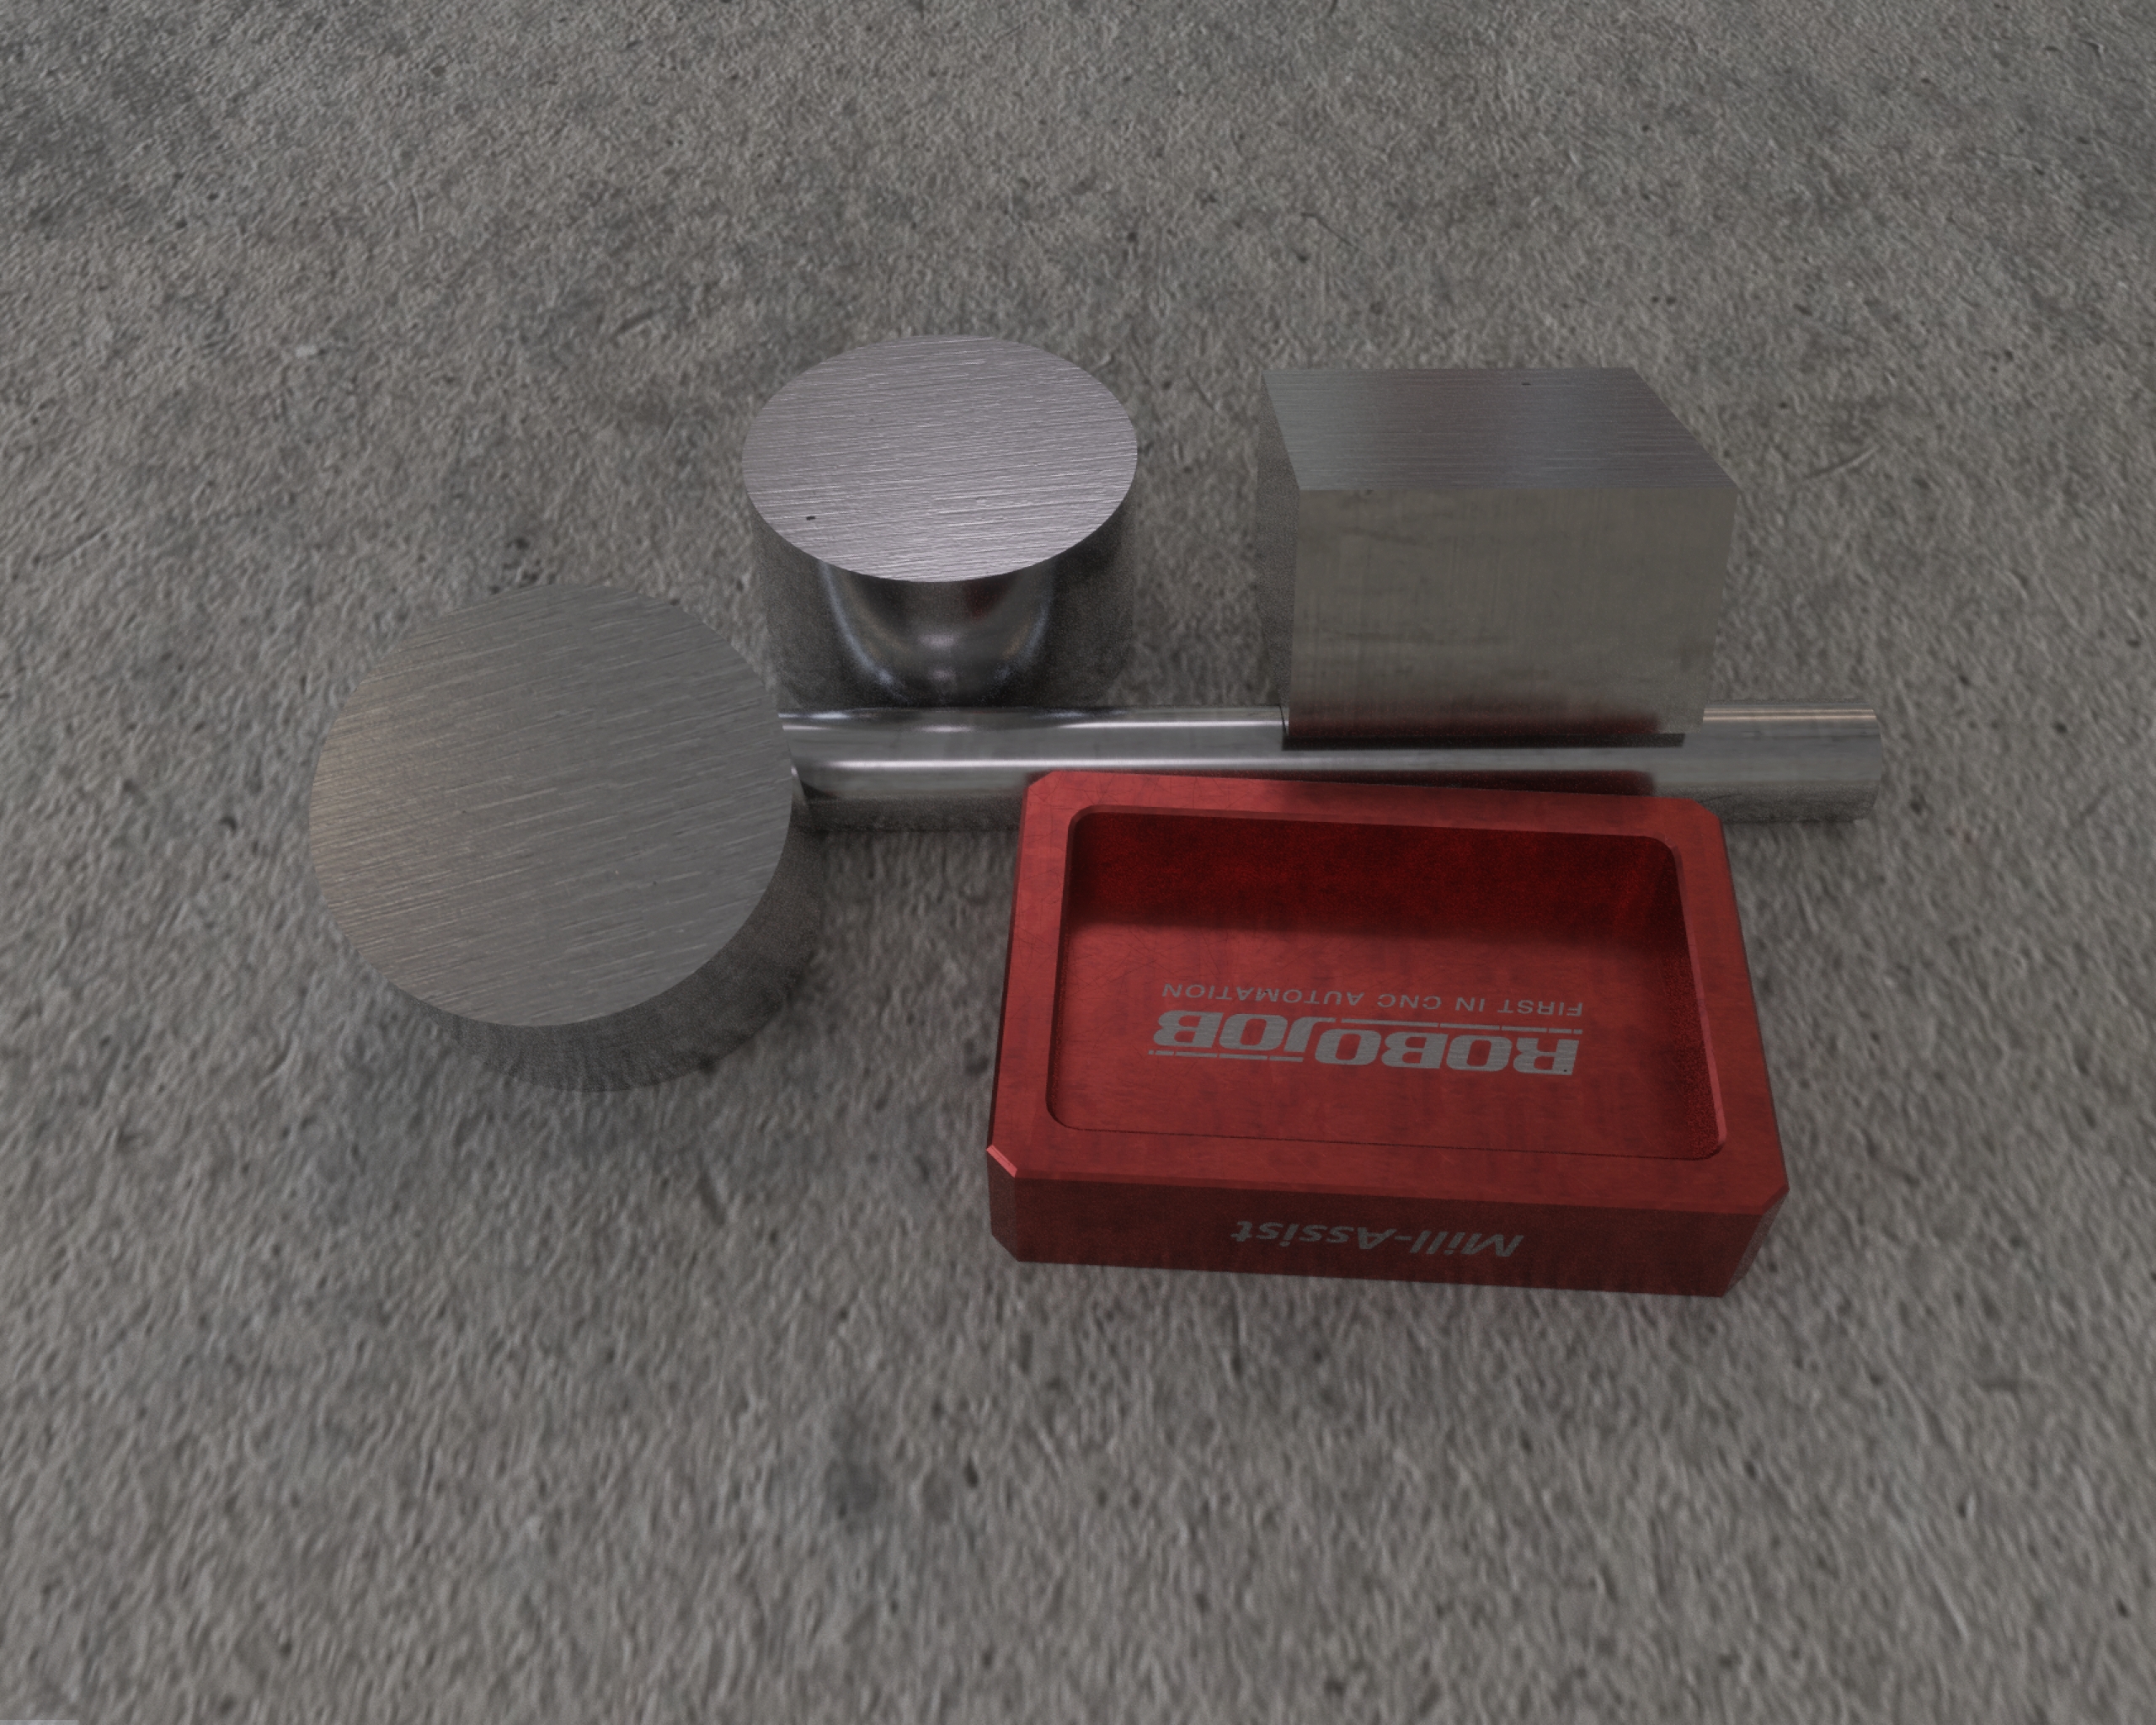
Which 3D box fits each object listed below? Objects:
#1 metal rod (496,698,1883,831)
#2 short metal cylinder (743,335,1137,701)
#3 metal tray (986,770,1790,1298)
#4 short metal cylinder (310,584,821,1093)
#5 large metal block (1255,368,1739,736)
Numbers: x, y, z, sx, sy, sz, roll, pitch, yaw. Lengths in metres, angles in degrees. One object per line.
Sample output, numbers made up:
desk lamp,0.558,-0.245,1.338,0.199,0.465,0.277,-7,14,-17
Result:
metal rod,0.008,-0.019,0.422,0.302,0.025,0.025,-1,50,-1
short metal cylinder,-0.028,-0.068,0.446,0.081,0.050,0.080,0,49,0
metal tray,0.053,0.028,0.377,0.131,0.030,0.090,3,50,2
short metal cylinder,-0.089,-0.003,0.374,0.081,0.050,0.080,0,71,-1
large metal block,0.080,-0.066,0.428,0.081,0.050,0.080,0,29,-1
